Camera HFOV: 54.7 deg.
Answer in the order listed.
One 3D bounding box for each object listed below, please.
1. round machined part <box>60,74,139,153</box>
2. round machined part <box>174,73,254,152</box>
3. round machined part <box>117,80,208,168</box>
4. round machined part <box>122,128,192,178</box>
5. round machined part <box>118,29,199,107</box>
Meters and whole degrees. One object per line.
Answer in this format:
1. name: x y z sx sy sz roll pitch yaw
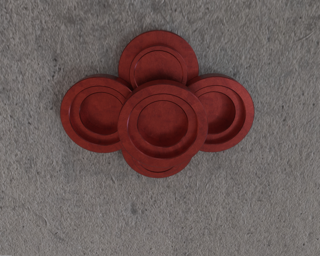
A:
1. round machined part: -0.071 -0.021 0.393 0.099 0.042 0.097 0 110 -1
2. round machined part: 0.065 -0.022 0.395 0.099 0.042 0.097 0 110 -1
3. round machined part: 0.003 -0.007 0.354 0.099 0.042 0.097 0 111 -1
4. round machined part: -0.003 0.024 0.411 0.099 0.042 0.097 0 110 -1
5. round machined part: -0.002 -0.068 0.377 0.099 0.042 0.097 0 110 -1
